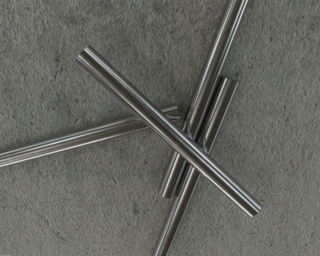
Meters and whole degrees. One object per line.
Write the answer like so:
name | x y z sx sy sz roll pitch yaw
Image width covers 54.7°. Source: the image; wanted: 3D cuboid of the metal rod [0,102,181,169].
metal rod | -0.121 0.017 0.414 0.301 0.025 0.025 -15 110 5

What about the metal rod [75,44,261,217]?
metal rod | 0.020 0.013 0.386 0.300 0.025 0.025 42 105 -14

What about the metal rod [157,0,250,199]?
metal rod | 0.054 -0.040 0.395 0.025 0.025 0.298 17 109 -6

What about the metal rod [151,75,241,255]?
metal rod | 0.043 0.072 0.436 0.025 0.025 0.298 17 109 -6
